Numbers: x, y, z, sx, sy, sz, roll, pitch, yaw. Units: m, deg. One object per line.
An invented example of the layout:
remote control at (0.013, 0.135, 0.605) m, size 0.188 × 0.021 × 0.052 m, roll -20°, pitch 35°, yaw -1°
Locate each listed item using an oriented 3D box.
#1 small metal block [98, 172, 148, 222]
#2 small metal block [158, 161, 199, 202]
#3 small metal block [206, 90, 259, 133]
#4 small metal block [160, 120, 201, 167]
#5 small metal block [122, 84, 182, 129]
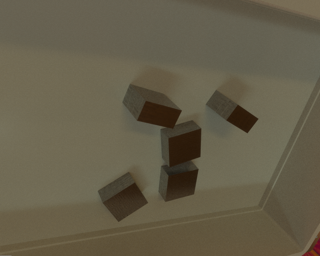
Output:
small metal block at (-0.052, 0.098, 0.441) m, size 0.050 × 0.025 × 0.050 m, roll -32°, pitch 129°, yaw -8°
small metal block at (0.028, 0.080, 0.473) m, size 0.050 × 0.025 × 0.050 m, roll -9°, pitch 122°, yaw -24°
small metal block at (0.100, -0.023, 0.433) m, size 0.050 × 0.050 × 0.025 m, roll 26°, pitch 104°, yaw -37°
small metal block at (0.030, 0.022, 0.438) m, size 0.050 × 0.025 × 0.050 m, roll -16°, pitch 125°, yaw -19°
small metal block at (-0.010, -0.026, 0.371) m, size 0.050 × 0.050 × 0.025 m, roll 12°, pitch 112°, yaw -34°
